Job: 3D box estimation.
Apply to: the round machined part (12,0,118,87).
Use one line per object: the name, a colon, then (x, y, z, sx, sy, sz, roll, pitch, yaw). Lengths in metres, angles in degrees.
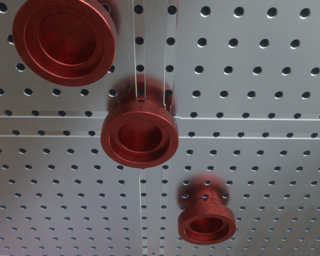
round machined part: (-0.093, -0.095, 0.319, 0.099, 0.042, 0.097, -1, 130, 0)

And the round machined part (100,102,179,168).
round machined part: (-0.025, 0.005, 0.404, 0.099, 0.042, 0.097, -1, 130, 0)

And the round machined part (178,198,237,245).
round machined part: (0.080, 0.159, 0.538, 0.099, 0.042, 0.097, -1, 130, 0)
